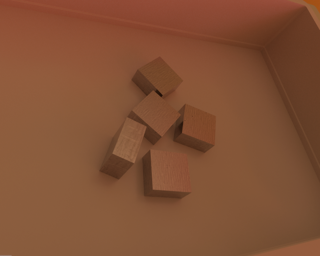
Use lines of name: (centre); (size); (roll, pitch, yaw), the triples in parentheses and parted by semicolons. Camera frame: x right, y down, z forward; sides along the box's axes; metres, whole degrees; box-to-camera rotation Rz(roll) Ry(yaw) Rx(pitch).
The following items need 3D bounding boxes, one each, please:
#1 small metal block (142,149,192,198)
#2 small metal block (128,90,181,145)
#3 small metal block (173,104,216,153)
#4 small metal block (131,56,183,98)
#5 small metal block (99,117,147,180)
small metal block: (0.008, 0.057, 0.377); (0.050, 0.025, 0.050); (9, 58, -24)
small metal block: (-0.009, -0.014, 0.411); (0.050, 0.025, 0.050); (42, 51, 0)
small metal block: (0.049, 0.001, 0.434); (0.050, 0.025, 0.050); (21, 54, -16)
small metal block: (-0.003, -0.069, 0.448); (0.050, 0.025, 0.050); (47, 51, 4)
small metal block: (-0.042, 0.024, 0.353); (0.025, 0.050, 0.050); (26, 52, -13)
